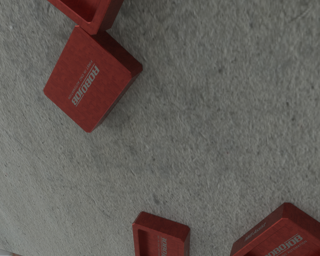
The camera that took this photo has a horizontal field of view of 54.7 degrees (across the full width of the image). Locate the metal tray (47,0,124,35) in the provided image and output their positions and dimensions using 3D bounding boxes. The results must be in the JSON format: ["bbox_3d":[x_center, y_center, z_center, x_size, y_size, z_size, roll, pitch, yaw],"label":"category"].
[{"bbox_3d":[-0.092,-0.168,0.306,0.130,0.030,0.089,39,129,1],"label":"metal tray"}]

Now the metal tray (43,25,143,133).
[{"bbox_3d":[-0.093,-0.063,0.412,0.090,0.030,0.129,43,129,-2],"label":"metal tray"}]

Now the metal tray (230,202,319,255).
[{"bbox_3d":[0.167,0.167,0.418,0.090,0.030,0.129,34,129,5],"label":"metal tray"}]

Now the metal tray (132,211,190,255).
[{"bbox_3d":[0.003,0.210,0.530,0.090,0.030,0.129,12,124,21],"label":"metal tray"}]
